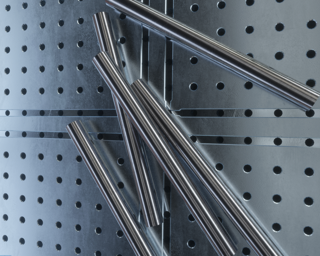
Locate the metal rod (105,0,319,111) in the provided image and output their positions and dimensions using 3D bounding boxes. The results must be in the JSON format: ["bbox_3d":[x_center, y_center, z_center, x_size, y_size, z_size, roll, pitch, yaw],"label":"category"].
[{"bbox_3d":[0.053,-0.107,0.393,0.300,0.025,0.025,32,100,16],"label":"metal rod"}]

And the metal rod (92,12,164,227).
[{"bbox_3d":[-0.045,-0.015,0.427,0.025,0.025,0.298,-17,85,19],"label":"metal rod"}]

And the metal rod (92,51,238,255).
[{"bbox_3d":[0.003,0.031,0.395,0.025,0.025,0.299,-35,85,16],"label":"metal rod"}]

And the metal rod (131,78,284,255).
[{"bbox_3d":[0.057,0.056,0.391,0.025,0.025,0.300,-41,78,15],"label":"metal rod"}]

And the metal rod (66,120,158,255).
[{"bbox_3d":[-0.049,0.120,0.428,0.025,0.025,0.299,-35,79,16],"label":"metal rod"}]
